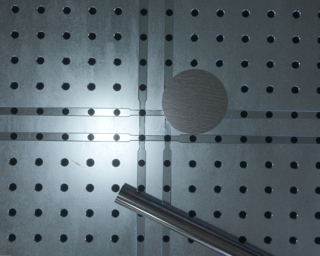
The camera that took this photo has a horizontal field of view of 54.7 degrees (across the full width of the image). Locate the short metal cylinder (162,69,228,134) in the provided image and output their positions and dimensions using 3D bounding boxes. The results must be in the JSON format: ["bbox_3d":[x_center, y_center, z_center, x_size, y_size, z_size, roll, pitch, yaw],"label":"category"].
[{"bbox_3d":[0.042,-0.032,0.401,0.081,0.050,0.079,0,90,-1],"label":"short metal cylinder"}]

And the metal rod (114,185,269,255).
[{"bbox_3d":[0.080,0.154,0.414,0.301,0.025,0.025,26,90,-1],"label":"metal rod"}]
